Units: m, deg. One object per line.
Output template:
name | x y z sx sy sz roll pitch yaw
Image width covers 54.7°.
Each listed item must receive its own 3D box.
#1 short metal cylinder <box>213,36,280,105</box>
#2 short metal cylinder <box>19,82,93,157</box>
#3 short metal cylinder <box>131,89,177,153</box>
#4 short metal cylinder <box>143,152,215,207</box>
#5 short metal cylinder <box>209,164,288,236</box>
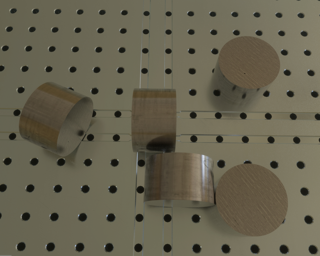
short metal cylinder | 0.117 -0.079 0.429 0.081 0.050 0.080 0 70 0
short metal cylinder | -0.126 -0.011 0.385 0.050 0.080 0.080 23 72 8
short metal cylinder | -0.007 -0.009 0.386 0.050 0.080 0.080 1 70 0
short metal cylinder | 0.022 0.063 0.360 0.081 0.080 0.050 2 70 0
short metal cylinder | 0.102 0.087 0.368 0.081 0.050 0.080 0 70 0
